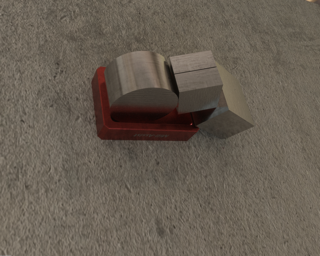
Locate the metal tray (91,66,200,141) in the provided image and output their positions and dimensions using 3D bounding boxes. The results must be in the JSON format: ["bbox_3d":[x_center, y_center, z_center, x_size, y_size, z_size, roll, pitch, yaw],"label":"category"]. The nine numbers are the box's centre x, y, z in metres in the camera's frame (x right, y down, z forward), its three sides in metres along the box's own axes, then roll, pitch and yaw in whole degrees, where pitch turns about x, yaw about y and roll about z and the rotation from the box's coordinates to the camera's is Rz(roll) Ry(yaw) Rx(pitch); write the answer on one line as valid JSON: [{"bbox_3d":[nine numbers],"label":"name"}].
[{"bbox_3d":[-0.019,-0.030,0.410,0.131,0.030,0.090,2,61,-27],"label":"metal tray"}]

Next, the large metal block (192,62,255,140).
[{"bbox_3d":[0.083,-0.038,0.438,0.080,0.050,0.080,22,49,-48],"label":"large metal block"}]

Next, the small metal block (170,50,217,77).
[{"bbox_3d":[0.039,-0.066,0.383,0.050,0.050,0.025,-11,63,-4],"label":"small metal block"}]

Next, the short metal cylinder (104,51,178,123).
[{"bbox_3d":[-0.023,-0.046,0.369,0.081,0.080,0.050,1,62,-28],"label":"short metal cylinder"}]

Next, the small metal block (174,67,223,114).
[{"bbox_3d":[0.044,-0.044,0.372,0.050,0.050,0.025,-11,63,-4],"label":"small metal block"}]
